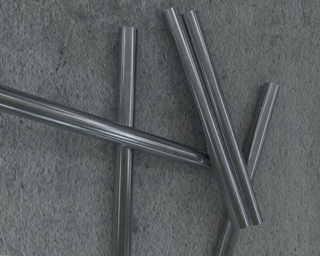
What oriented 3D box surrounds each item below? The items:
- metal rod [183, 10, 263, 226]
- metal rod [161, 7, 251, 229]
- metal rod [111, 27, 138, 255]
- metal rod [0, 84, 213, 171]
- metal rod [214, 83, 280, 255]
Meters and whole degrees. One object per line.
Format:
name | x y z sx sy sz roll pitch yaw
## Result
metal rod | 0.085 -0.013 0.424 0.025 0.025 0.298 -18 91 -19
metal rod | 0.061 -0.014 0.411 0.025 0.025 0.299 -18 89 -19
metal rod | -0.045 0.024 0.392 0.025 0.025 0.298 2 89 -20
metal rod | -0.048 0.007 0.359 0.302 0.025 0.025 19 84 -31
metal rod | 0.124 0.077 0.454 0.025 0.025 0.299 20 83 -19
